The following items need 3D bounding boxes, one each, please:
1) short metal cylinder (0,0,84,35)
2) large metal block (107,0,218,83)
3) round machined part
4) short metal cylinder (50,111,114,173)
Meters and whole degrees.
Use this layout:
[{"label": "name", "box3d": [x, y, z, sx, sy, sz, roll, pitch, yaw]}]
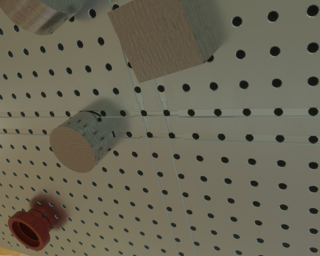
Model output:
[{"label": "short metal cylinder", "box3d": [-0.135, -0.154, 0.352, 0.050, 0.080, 0.080, -22, 107, 36]}, {"label": "large metal block", "box3d": [0.005, -0.102, 0.329, 0.080, 0.050, 0.080, -11, 113, 33]}, {"label": "round machined part", "box3d": [-0.282, 0.220, 0.685, 0.098, 0.042, 0.097, 13, 124, 21]}, {"label": "short metal cylinder", "box3d": [-0.118, 0.021, 0.470, 0.080, 0.050, 0.079, 13, 124, 21]}]
